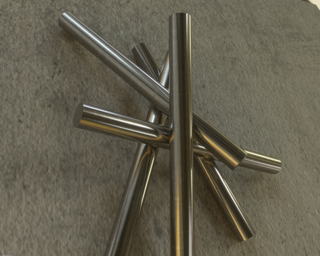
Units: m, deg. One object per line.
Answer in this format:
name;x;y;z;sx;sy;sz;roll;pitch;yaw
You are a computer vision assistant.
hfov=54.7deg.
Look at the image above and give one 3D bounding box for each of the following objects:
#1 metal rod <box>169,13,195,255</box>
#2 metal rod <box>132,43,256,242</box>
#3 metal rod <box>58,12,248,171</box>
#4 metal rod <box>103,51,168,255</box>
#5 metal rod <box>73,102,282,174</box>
metal rod;0.023;0.026;0.329;0.025;0.025;0.298;3;83;-27
metal rod;0.038;0.008;0.421;0.025;0.025;0.299;-17;71;-35
metal rod;-0.022;-0.056;0.380;0.300;0.025;0.025;41;49;18
metal rod;-0.014;0.022;0.365;0.025;0.025;0.300;24;59;-14
metal rod;0.045;0.022;0.376;0.302;0.025;0.025;16;55;-32
